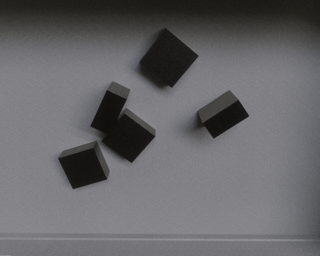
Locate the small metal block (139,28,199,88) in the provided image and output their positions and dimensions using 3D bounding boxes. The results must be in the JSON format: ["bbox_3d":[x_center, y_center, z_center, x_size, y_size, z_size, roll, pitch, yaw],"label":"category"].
[{"bbox_3d":[0.011,-0.086,0.380,0.050,0.025,0.050,37,106,-13],"label":"small metal block"}]

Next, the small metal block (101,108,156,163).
[{"bbox_3d":[-0.041,0.010,0.414,0.050,0.025,0.050,38,105,-13],"label":"small metal block"}]

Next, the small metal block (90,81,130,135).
[{"bbox_3d":[-0.061,-0.026,0.388,0.025,0.050,0.050,25,108,-9],"label":"small metal block"}]

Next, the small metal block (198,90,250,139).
[{"bbox_3d":[0.078,-0.019,0.392,0.050,0.050,0.025,-34,107,11],"label":"small metal block"}]

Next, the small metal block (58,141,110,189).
[{"bbox_3d":[-0.104,0.051,0.429,0.050,0.025,0.050,-17,110,5],"label":"small metal block"}]
